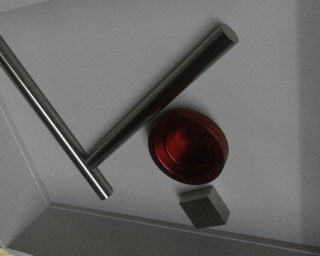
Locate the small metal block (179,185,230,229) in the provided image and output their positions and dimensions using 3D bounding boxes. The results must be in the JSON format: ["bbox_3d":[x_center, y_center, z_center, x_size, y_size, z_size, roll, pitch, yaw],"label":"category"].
[{"bbox_3d":[0.064,0.115,0.445,0.050,0.025,0.050,-23,106,36],"label":"small metal block"}]

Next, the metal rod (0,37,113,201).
[{"bbox_3d":[-0.169,-0.008,0.490,0.025,0.025,0.299,-23,106,36],"label":"metal rod"}]

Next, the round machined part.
[{"bbox_3d":[0.038,0.020,0.389,0.098,0.042,0.097,13,124,20],"label":"round machined part"}]

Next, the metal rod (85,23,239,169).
[{"bbox_3d":[-0.019,-0.021,0.404,0.025,0.025,0.299,46,129,-5],"label":"metal rod"}]
